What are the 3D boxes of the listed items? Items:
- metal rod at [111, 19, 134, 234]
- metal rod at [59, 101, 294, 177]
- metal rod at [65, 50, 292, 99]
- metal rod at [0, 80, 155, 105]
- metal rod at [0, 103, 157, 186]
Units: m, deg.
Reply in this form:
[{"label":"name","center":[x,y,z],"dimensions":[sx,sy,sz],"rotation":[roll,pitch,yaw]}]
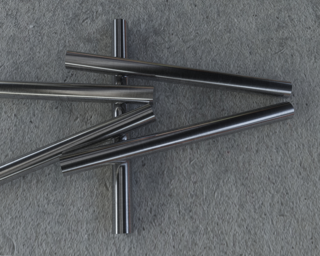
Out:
[{"label":"metal rod","center":[-0.052,-0.016,0.414],"dimensions":[0.025,0.025,0.299],"rotation":[-3,70,-2]},{"label":"metal rod","center":[0.031,0.010,0.389],"dimensions":[0.302,0.025,0.025],"rotation":[-13,71,-12]},{"label":"metal rod","center":[0.028,-0.071,0.418],"dimensions":[0.302,0.025,0.025],"rotation":[7,70,-5]},{"label":"metal rod","center":[-0.157,-0.049,0.410],"dimensions":[0.302,0.025,0.025],"rotation":[3,70,6]},{"label":"metal rod","center":[-0.148,0.038,0.379],"dimensions":[0.302,0.025,0.025],"rotation":[-22,72,-3]}]
